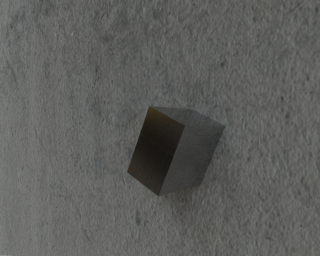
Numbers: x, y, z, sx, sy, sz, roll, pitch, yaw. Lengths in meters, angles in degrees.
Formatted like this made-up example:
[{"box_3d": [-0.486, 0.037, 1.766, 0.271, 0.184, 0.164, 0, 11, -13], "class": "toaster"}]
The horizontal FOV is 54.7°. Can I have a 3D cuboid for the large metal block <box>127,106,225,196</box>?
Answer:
[{"box_3d": [0.019, 0.023, 0.352, 0.050, 0.081, 0.079, 31, 109, 35], "class": "large metal block"}]
